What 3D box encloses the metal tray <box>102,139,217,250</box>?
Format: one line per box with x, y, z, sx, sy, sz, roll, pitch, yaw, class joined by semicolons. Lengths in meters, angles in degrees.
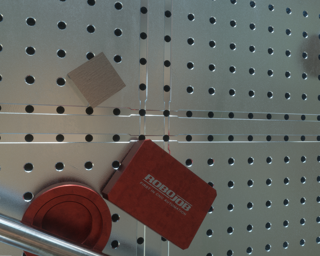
0.003;0.086;0.407;0.130;0.030;0.090;39;71;-16;metal tray

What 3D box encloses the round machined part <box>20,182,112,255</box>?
-0.109;0.112;0.364;0.099;0.042;0.097;0;90;-20;round machined part

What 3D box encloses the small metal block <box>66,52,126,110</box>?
-0.079;-0.058;0.384;0.050;0.025;0.050;-38;103;-16;small metal block

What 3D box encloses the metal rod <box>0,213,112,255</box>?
-0.093;0.136;0.334;0.301;0.025;0.025;29;80;-18;metal rod
